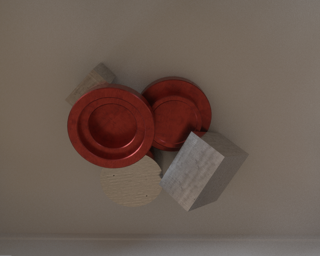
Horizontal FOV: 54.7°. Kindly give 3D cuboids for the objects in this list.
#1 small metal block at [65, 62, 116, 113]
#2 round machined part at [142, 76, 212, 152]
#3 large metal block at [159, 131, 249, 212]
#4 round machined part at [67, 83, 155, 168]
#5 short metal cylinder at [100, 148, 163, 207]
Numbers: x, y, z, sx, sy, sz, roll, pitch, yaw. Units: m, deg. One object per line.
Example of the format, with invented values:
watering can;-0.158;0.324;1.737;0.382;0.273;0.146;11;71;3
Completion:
small metal block;-0.083;-0.050;0.376;0.025;0.050;0.050;43;105;-14
round machined part;0.017;-0.014;0.394;0.099;0.042;0.097;0;110;-1
large metal block;0.057;0.052;0.393;0.050;0.080;0.080;40;109;29
round machined part;-0.055;-0.005;0.367;0.099;0.042;0.097;0;110;-1
short metal cylinder;-0.036;0.058;0.417;0.081;0.050;0.079;0;110;-1
